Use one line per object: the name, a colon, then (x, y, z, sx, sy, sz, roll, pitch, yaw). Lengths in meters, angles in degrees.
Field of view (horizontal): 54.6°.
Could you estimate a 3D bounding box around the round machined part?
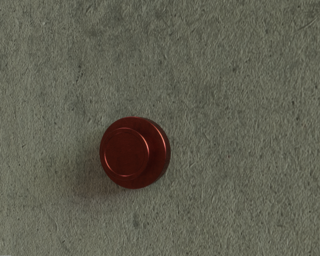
round machined part: (-0.038, 0.033, 0.414, 0.098, 0.042, 0.097, 0, 90, 20)
